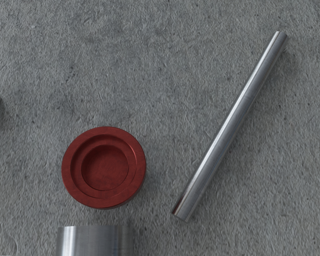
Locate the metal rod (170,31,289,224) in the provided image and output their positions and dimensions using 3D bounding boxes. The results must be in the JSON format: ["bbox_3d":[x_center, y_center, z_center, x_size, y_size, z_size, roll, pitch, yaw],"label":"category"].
[{"bbox_3d":[0.100,-0.013,0.413,0.025,0.025,0.300,30,72,10],"label":"metal rod"}]

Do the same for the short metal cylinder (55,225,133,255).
[{"bbox_3d":[-0.069,0.132,0.330,0.081,0.080,0.050,-1,70,-1],"label":"short metal cylinder"}]

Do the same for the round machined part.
[{"bbox_3d":[-0.066,0.051,0.380,0.099,0.042,0.098,0,70,0],"label":"round machined part"}]
